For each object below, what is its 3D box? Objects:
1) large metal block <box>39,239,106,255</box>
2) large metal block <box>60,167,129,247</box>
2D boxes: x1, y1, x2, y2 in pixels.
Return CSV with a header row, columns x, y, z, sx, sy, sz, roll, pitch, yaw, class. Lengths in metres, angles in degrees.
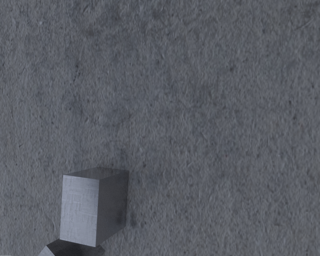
x,y,z,sx,sy,sz,roll,pitch,yaw,class
-0.135,0.193,0.426,0.050,0.080,0.080,42,103,15,large metal block
-0.083,0.098,0.408,0.050,0.080,0.079,4,91,20,large metal block
